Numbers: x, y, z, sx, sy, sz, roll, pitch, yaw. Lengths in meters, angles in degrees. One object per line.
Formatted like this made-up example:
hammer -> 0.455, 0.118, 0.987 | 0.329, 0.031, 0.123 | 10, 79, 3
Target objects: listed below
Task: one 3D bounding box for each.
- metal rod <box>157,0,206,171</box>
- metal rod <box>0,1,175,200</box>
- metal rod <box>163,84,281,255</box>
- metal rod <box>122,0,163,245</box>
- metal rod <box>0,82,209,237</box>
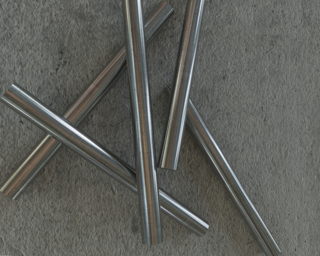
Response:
metal rod -> 0.035, -0.095, 0.399 | 0.025, 0.025, 0.299 | 15, 77, -20
metal rod -> -0.080, -0.043, 0.379 | 0.025, 0.025, 0.300 | 41, 77, -16
metal rod -> 0.094, 0.065, 0.443 | 0.025, 0.025, 0.299 | -36, 102, -16
metal rod -> -0.022, -0.017, 0.366 | 0.025, 0.025, 0.298 | -4, 87, -20
metal rod -> -0.049, 0.051, 0.373 | 0.301, 0.025, 0.025 | 40, 78, -23
